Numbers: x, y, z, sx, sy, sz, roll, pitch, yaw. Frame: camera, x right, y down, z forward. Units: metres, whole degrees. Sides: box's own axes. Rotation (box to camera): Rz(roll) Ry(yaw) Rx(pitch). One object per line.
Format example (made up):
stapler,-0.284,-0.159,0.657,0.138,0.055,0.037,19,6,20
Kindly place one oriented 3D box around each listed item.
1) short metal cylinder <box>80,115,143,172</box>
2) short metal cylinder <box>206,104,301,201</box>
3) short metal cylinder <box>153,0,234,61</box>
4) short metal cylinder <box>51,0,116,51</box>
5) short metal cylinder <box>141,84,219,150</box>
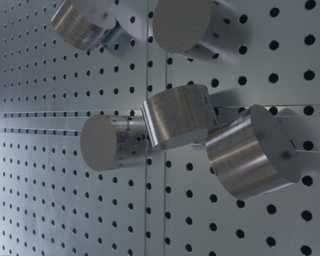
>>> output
short metal cylinder,-0.071,0.021,0.452,0.080,0.050,0.079,0,90,40
short metal cylinder,0.090,0.024,0.299,0.050,0.081,0.080,-34,69,35
short metal cylinder,0.038,-0.123,0.362,0.080,0.050,0.079,0,90,40
short metal cylinder,-0.115,-0.164,0.468,0.050,0.081,0.080,-38,67,33
short metal cylinder,0.023,-0.010,0.355,0.080,0.081,0.050,-26,74,37
